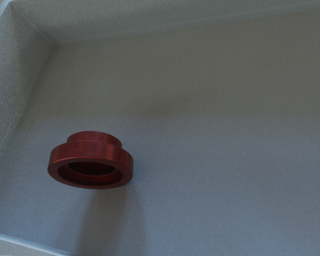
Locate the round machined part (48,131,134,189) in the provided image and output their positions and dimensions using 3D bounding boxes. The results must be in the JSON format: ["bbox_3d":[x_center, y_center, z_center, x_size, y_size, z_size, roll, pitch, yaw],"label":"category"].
[{"bbox_3d":[-0.081,0.038,0.377,0.098,0.098,0.042,-13,57,20],"label":"round machined part"}]
